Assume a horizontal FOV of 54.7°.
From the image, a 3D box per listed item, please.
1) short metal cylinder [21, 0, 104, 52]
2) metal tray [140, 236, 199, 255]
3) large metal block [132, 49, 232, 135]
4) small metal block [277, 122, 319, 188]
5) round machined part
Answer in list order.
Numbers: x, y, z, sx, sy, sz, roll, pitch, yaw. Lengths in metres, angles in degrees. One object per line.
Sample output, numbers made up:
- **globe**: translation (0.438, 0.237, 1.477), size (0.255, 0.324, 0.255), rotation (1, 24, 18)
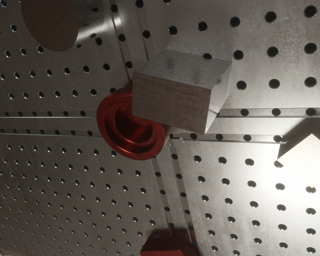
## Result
- **short metal cylinder**: translation (-0.115, -0.137, 0.369), size (0.080, 0.050, 0.079), rotation (13, 124, 20)
- **metal tray**: translation (0.034, 0.251, 0.544), size (0.090, 0.030, 0.130), rotation (-18, 109, 34)
- **large metal block**: translation (0.025, -0.043, 0.335), size (0.080, 0.080, 0.050), rotation (16, 125, 19)
- **small metal block**: translation (0.168, 0.031, 0.342), size (0.050, 0.025, 0.050), rotation (39, 129, 1)
- **round machined part**: translation (-0.031, -0.009, 0.409), size (0.098, 0.042, 0.097), rotation (13, 124, 20)
